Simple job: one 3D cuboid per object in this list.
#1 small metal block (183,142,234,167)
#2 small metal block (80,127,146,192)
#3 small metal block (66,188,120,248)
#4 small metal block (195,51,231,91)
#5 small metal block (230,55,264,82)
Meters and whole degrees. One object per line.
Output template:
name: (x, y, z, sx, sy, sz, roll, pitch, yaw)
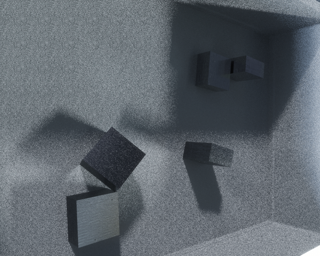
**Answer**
small metal block: (0.070, 0.039, 0.452, 0.050, 0.050, 0.025, 19, 78, -39)
small metal block: (-0.053, 0.036, 0.351, 0.050, 0.025, 0.050, 40, 62, -4)
small metal block: (-0.074, 0.098, 0.346, 0.050, 0.025, 0.050, -4, 93, -40)
small metal block: (0.083, -0.086, 0.479, 0.050, 0.025, 0.050, 8, 85, -40)
small metal block: (0.133, -0.096, 0.505, 0.050, 0.050, 0.025, 8, 85, -40)
